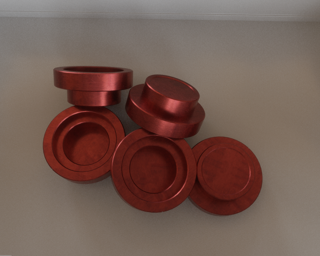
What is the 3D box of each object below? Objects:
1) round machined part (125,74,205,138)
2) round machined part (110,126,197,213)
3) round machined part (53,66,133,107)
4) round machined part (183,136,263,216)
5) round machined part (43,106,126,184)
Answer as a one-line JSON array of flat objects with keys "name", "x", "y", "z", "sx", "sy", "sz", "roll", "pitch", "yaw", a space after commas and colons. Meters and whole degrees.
[{"name": "round machined part", "x": 0.010, "y": -0.033, "z": 0.382, "sx": 0.099, "sy": 0.042, "sz": 0.098, "roll": 15, "pitch": 30, "yaw": -8}, {"name": "round machined part", "x": -0.010, "y": 0.050, "z": 0.368, "sx": 0.099, "sy": 0.042, "sz": 0.098, "roll": 3, "pitch": 76, "yaw": -13}, {"name": "round machined part", "x": -0.084, "y": -0.054, "z": 0.399, "sx": 0.099, "sy": 0.098, "sz": 0.042, "roll": 3, "pitch": 106, "yaw": 0}, {"name": "round machined part", "x": 0.077, "y": 0.056, "z": 0.379, "sx": 0.099, "sy": 0.042, "sz": 0.098, "roll": 0, "pitch": 70, "yaw": -1}, {"name": "round machined part", "x": -0.090, "y": 0.022, "z": 0.389, "sx": 0.099, "sy": 0.042, "sz": 0.098, "roll": 0, "pitch": 70, "yaw": -1}]
